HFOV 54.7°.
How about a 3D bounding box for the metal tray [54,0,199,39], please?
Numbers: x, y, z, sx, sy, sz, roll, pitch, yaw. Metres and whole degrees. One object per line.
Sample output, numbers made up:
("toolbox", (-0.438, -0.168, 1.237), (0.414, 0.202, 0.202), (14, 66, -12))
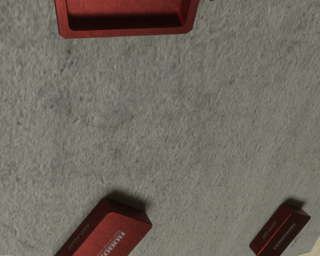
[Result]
("metal tray", (-0.028, -0.128, 0.277), (0.131, 0.030, 0.089), (-7, 144, -15))

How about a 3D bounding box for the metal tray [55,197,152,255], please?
("metal tray", (-0.085, 0.172, 0.465), (0.090, 0.030, 0.130), (33, 99, -39))

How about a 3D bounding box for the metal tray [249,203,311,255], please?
("metal tray", (0.272, 0.236, 0.702), (0.091, 0.030, 0.129), (22, 107, -37))
